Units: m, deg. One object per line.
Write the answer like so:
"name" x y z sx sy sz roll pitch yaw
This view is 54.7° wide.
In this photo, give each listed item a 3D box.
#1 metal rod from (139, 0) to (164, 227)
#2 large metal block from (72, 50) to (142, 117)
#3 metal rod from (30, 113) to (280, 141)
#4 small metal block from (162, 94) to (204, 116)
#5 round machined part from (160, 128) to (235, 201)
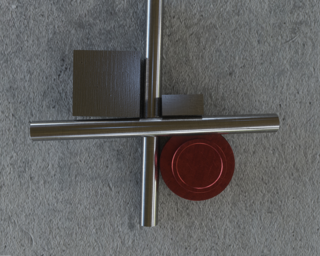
"metal rod" -0.011 -0.022 0.411 0.025 0.025 0.298 2 90 -1
"large metal block" -0.064 -0.054 0.397 0.081 0.050 0.079 1 90 -1
"metal rod" -0.002 -0.001 0.386 0.302 0.025 0.025 -2 90 -5
"small metal block" 0.028 -0.028 0.399 0.050 0.050 0.025 -1 90 -1
"round machined part" 0.049 0.047 0.402 0.099 0.042 0.097 0 90 -1
